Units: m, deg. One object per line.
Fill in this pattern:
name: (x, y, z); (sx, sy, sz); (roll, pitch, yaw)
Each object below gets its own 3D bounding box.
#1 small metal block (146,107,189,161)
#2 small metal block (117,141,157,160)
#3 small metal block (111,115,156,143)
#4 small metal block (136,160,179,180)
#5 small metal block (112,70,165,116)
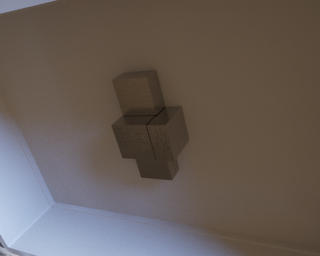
small metal block: (0.011, 0.007, 0.388); (0.025, 0.050, 0.050); (0, 118, 28)
small metal block: (-0.020, 0.017, 0.411); (0.050, 0.050, 0.025); (0, 118, 28)
small metal block: (-0.026, -0.005, 0.401); (0.050, 0.050, 0.025); (0, 118, 28)
small metal block: (-0.006, 0.044, 0.437); (0.050, 0.025, 0.050); (0, 119, 28)
small metal block: (-0.027, -0.044, 0.394); (0.050, 0.025, 0.050); (0, 119, 28)
